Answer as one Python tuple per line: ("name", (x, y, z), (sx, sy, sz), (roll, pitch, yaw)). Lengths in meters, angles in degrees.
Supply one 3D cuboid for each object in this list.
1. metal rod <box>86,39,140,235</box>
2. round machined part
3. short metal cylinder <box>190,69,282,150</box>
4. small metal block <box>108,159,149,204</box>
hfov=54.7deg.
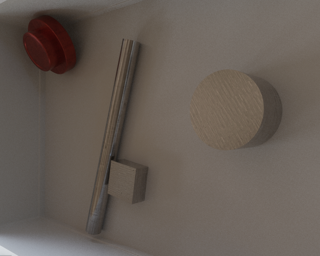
("metal rod", (-0.073, 0.020, 0.464), (0.025, 0.025, 0.298), (21, 103, 38))
("round machined part", (-0.191, -0.134, 0.521), (0.098, 0.042, 0.097), (28, 139, 27))
("short metal cylinder", (0.079, -0.018, 0.324), (0.080, 0.050, 0.079), (0, 90, 39))
("small metal block", (-0.046, 0.075, 0.443), (0.050, 0.025, 0.050), (12, 98, 39))
